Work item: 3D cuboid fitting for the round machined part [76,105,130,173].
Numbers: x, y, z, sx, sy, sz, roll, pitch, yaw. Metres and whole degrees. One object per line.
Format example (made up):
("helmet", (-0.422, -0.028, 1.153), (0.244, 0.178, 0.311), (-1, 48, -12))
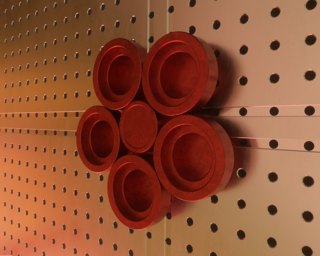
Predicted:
("round machined part", (-0.079, 0.016, 0.464), (0.098, 0.042, 0.097), (0, 90, 40))

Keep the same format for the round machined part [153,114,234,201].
("round machined part", (0.042, 0.033, 0.364), (0.098, 0.042, 0.097), (0, 90, 40))

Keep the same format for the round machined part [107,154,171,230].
("round machined part", (-0.023, 0.082, 0.418), (0.098, 0.042, 0.097), (0, 90, 40))

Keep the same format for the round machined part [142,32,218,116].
("round machined part", (0.028, -0.063, 0.376), (0.098, 0.042, 0.097), (0, 90, 40))

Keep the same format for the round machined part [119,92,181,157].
("round machined part", (-0.016, -0.002, 0.412), (0.098, 0.042, 0.097), (0, 90, 40))

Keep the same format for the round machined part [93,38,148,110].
("round machined part", (-0.048, -0.074, 0.439), (0.098, 0.042, 0.097), (0, 90, 40))
